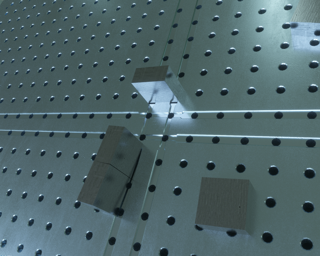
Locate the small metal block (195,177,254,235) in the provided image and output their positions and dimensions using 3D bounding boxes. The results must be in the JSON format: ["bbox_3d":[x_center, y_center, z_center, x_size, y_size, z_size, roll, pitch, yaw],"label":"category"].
[{"bbox_3d":[0.068,0.080,0.323,0.050,0.025,0.050,-1,61,27],"label":"small metal block"}]

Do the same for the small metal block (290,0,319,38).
[{"bbox_3d":[0.200,-0.143,0.391,0.050,0.025,0.050,17,71,34],"label":"small metal block"}]

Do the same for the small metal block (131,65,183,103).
[{"bbox_3d":[-0.003,-0.059,0.429,0.050,0.050,0.025,1,62,28],"label":"small metal block"}]

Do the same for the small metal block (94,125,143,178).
[{"bbox_3d":[-0.052,0.031,0.399,0.025,0.050,0.050,5,64,30],"label":"small metal block"}]

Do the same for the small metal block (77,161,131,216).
[{"bbox_3d":[-0.067,0.075,0.380,0.025,0.050,0.050,7,65,31],"label":"small metal block"}]
